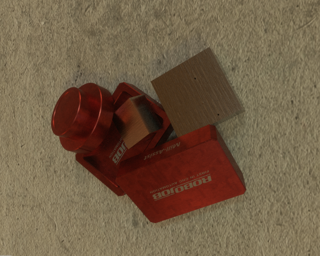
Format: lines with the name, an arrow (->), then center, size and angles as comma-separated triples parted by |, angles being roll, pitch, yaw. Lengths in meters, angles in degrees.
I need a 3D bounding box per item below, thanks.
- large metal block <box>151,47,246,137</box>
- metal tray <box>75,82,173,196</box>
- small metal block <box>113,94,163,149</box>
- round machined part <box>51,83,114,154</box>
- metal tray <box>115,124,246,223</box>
large metal block -> 0.048, -0.039, 0.380 | 0.080, 0.050, 0.080 | -28, 81, 17
metal tray -> -0.046, 0.015, 0.423 | 0.090, 0.030, 0.129 | 37, 101, 16
small metal block -> -0.031, -0.008, 0.397 | 0.050, 0.025, 0.050 | -37, 79, 45
round machined part -> -0.110, -0.016, 0.418 | 0.098, 0.042, 0.098 | -20, 59, 38
metal tray -> 0.025, 0.060, 0.374 | 0.130, 0.030, 0.090 | -24, 118, 19
